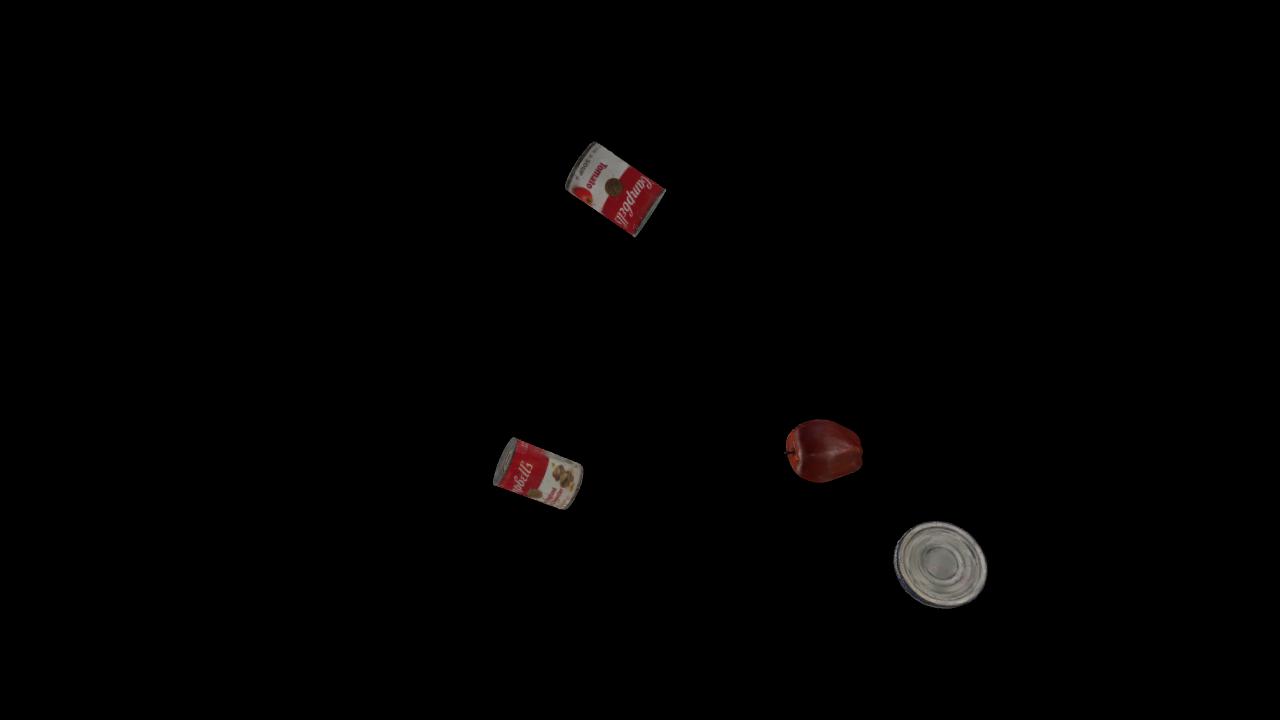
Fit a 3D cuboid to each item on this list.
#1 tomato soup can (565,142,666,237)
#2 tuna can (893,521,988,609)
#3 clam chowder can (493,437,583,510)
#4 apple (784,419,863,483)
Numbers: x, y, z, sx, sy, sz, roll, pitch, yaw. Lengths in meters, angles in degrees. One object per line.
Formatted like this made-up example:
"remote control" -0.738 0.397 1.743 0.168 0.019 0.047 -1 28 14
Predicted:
"tomato soup can" -0.029 -0.202 0.726 0.101 0.068 0.068 34 -2 -3
"tuna can" 0.303 0.207 0.624 0.084 0.084 0.034 0 -22 18
"clam chowder can" -0.135 0.153 0.821 0.102 0.068 0.068 25 -9 -19
"apple" 0.227 0.113 0.767 0.093 0.079 0.079 -2 0 -2
